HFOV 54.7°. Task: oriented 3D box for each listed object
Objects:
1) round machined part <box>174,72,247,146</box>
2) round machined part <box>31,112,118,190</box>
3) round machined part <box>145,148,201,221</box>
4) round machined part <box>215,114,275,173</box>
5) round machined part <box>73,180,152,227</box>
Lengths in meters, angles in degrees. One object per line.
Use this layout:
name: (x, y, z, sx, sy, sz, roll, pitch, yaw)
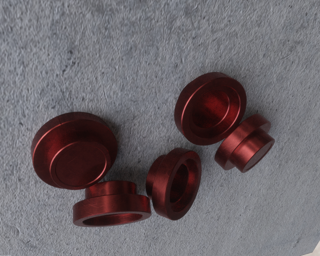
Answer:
round machined part: (0.062, -0.029, 0.412, 0.099, 0.042, 0.097, -14, 124, -21)
round machined part: (-0.097, 0.033, 0.364, 0.099, 0.042, 0.097, -14, 124, -21)
round machined part: (0.017, 0.075, 0.432, 0.099, 0.042, 0.097, -25, 121, -51)
round machined part: (0.132, 0.029, 0.462, 0.099, 0.042, 0.098, -33, 152, -20)
round machined part: (-0.062, 0.098, 0.402, 0.099, 0.042, 0.098, -7, 155, -3)
